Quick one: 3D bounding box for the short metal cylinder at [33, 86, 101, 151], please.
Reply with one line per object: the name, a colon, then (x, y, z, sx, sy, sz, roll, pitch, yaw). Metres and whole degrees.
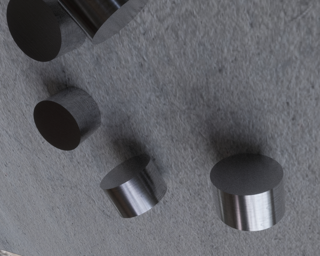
short metal cylinder: (-0.134, -0.014, 0.450, 0.080, 0.050, 0.079, 13, 124, 20)

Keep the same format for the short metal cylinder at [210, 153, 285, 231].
short metal cylinder: (0.102, 0.072, 0.361, 0.080, 0.080, 0.050, 1, 119, 27)

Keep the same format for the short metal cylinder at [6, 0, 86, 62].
short metal cylinder: (-0.138, -0.128, 0.382, 0.080, 0.050, 0.079, 13, 124, 20)

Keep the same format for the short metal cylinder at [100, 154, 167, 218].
short metal cylinder: (-0.037, 0.081, 0.439, 0.080, 0.080, 0.050, -18, 109, 35)

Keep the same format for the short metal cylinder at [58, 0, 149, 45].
short metal cylinder: (-0.056, -0.132, 0.318, 0.050, 0.080, 0.080, 49, 128, -7)
